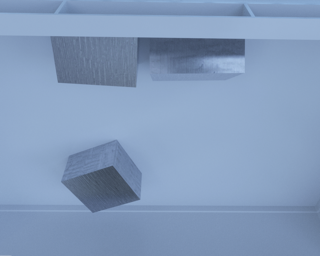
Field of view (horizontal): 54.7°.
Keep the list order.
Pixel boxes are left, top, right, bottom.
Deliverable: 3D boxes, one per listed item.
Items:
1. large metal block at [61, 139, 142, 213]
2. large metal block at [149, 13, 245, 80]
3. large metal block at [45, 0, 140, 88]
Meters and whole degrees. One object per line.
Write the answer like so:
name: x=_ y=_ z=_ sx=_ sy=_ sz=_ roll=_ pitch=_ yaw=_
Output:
large metal block: x=-0.081 y=0.072 z=0.453 sx=0.080 sy=0.050 sz=0.080 roll=-19 pitch=128 yaw=15
large metal block: x=0.032 y=-0.074 z=0.301 sx=0.080 sy=0.080 sz=0.050 roll=-1 pitch=94 yaw=0
large metal block: x=-0.062 y=-0.091 z=0.315 sx=0.081 sy=0.050 sz=0.079 roll=3 pitch=130 yaw=-3
